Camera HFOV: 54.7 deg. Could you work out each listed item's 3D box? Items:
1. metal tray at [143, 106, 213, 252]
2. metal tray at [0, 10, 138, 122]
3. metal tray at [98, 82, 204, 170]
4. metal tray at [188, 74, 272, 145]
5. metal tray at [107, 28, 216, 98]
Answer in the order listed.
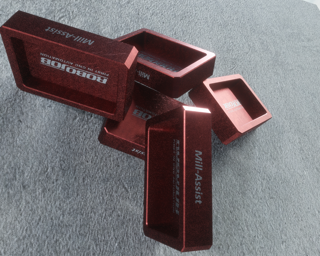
[{"bbox_3d":[0.015,0.049,0.318,0.030,0.090,0.129,5,80,-26],"label":"metal tray"},{"bbox_3d":[-0.094,-0.062,0.332,0.131,0.089,0.030,18,53,2],"label":"metal tray"},{"bbox_3d":[-0.004,-0.001,0.402,0.131,0.030,0.090,23,53,-15],"label":"metal tray"},{"bbox_3d":[0.109,-0.033,0.462,0.131,0.030,0.090,-19,71,-51],"label":"metal tray"},{"bbox_3d":[-0.003,-0.093,0.421,0.130,0.030,0.091,29,45,27],"label":"metal tray"}]
